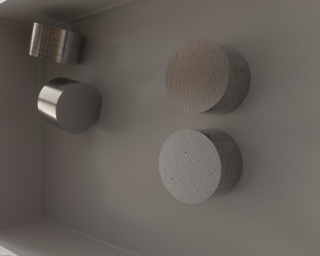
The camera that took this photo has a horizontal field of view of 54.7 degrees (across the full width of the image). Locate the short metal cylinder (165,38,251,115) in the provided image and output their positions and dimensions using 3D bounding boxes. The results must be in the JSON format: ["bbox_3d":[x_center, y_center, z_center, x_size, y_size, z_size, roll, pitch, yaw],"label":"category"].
[{"bbox_3d":[0.053,-0.055,0.346,0.080,0.050,0.079,0,90,39],"label":"short metal cylinder"}]

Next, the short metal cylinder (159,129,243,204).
[{"bbox_3d":[0.046,0.041,0.351,0.080,0.050,0.079,0,90,39],"label":"short metal cylinder"}]

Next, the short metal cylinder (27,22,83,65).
[{"bbox_3d":[-0.171,-0.138,0.509,0.080,0.081,0.050,23,105,37],"label":"short metal cylinder"}]

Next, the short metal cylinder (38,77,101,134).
[{"bbox_3d":[-0.140,-0.036,0.484,0.050,0.081,0.079,19,102,38],"label":"short metal cylinder"}]
